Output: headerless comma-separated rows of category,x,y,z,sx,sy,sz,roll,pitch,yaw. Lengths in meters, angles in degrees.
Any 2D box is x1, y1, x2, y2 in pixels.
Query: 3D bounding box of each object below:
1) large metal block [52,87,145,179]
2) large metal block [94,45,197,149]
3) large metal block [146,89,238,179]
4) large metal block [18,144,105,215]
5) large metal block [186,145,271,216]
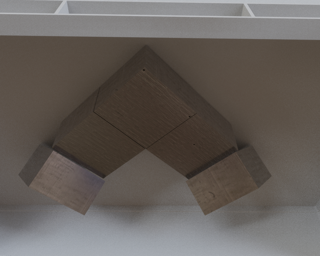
large metal block,-0.075,0.009,0.397,0.080,0.050,0.080,-36,122,26
large metal block,-0.016,-0.033,0.361,0.080,0.050,0.080,-36,122,26
large metal block,0.040,0.010,0.399,0.080,0.050,0.080,-36,122,26
large metal block,-0.134,0.068,0.418,0.080,0.050,0.080,38,163,-28
large metal block,0.095,0.069,0.422,0.080,0.050,0.080,-36,165,26
